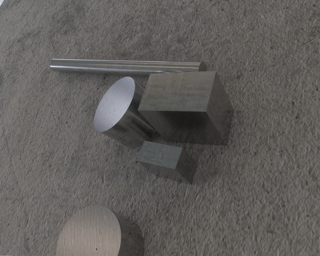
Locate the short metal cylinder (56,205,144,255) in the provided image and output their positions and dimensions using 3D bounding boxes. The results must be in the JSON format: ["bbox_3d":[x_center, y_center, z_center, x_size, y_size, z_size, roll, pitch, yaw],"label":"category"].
[{"bbox_3d":[-0.065,0.131,0.341,0.080,0.050,0.080,-13,56,21],"label":"short metal cylinder"}]

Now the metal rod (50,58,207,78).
[{"bbox_3d":[-0.068,-0.098,0.499,0.300,0.025,0.025,9,66,32],"label":"metal rod"}]

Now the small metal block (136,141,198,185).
[{"bbox_3d":[0.009,0.040,0.358,0.050,0.050,0.025,8,66,32],"label":"small metal block"}]

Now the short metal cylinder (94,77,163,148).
[{"bbox_3d":[-0.041,-0.020,0.406,0.080,0.050,0.080,-30,43,33],"label":"short metal cylinder"}]

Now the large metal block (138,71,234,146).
[{"bbox_3d":[0.034,-0.021,0.364,0.080,0.080,0.050,3,63,29],"label":"large metal block"}]
